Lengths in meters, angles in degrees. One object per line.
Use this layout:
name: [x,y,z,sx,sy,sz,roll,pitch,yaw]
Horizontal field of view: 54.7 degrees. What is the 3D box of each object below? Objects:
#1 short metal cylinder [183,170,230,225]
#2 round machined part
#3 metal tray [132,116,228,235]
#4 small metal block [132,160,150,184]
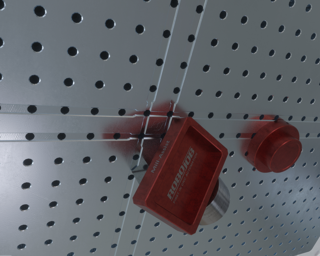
short metal cylinder: [0.059,0.099,0.468,0.080,0.080,0.050,-40,133,-1]
round machined part: [0.204,0.039,0.536,0.099,0.042,0.097,-14,124,-21]
metal tray: [0.032,0.061,0.411,0.090,0.030,0.130,40,65,-26]
small metal block: [-0.008,0.081,0.441,0.025,0.050,0.050,-41,129,0]
